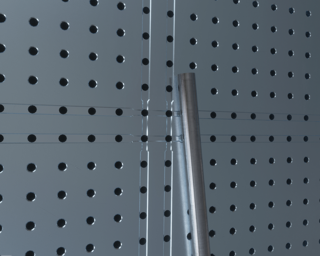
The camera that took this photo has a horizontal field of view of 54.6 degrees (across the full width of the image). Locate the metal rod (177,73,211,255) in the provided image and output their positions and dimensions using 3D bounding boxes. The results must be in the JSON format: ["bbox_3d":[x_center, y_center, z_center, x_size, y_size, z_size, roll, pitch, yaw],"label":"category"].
[{"bbox_3d":[0.049,0.075,0.430,0.025,0.025,0.298,-6,92,-20],"label":"metal rod"}]
